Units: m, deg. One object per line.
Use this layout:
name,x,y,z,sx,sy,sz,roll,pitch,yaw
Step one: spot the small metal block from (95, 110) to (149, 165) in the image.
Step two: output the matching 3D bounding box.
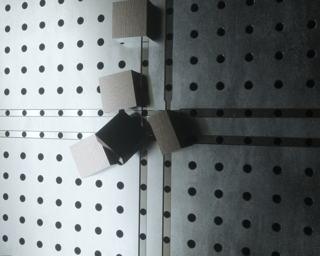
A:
small metal block,-0.050,0.012,0.417,0.050,0.025,0.050,40,70,15

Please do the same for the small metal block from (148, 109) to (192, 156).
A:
small metal block,0.014,0.005,0.394,0.025,0.050,0.050,-23,83,18

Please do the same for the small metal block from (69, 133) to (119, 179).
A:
small metal block,-0.095,0.039,0.445,0.050,0.025,0.050,-26,82,17

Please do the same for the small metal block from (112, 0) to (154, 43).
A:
small metal block,-0.037,-0.146,0.425,0.050,0.025,0.050,1,90,19

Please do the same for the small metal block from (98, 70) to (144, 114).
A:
small metal block,-0.054,-0.049,0.431,0.050,0.025,0.050,-10,87,19
